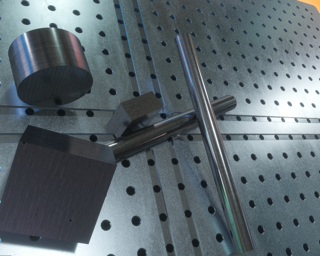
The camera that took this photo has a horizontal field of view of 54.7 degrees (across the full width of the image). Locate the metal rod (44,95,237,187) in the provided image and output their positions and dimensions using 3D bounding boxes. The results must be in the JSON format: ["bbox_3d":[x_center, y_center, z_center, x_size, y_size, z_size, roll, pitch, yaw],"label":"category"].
[{"bbox_3d":[0.000,0.005,0.406,0.302,0.025,0.025,-22,74,-36],"label":"metal rod"}]

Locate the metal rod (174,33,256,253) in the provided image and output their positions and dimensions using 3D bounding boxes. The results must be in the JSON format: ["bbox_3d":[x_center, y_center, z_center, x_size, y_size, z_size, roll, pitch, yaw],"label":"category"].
[{"bbox_3d":[0.068,0.008,0.414,0.025,0.025,0.299,-5,73,-31],"label":"metal rod"}]

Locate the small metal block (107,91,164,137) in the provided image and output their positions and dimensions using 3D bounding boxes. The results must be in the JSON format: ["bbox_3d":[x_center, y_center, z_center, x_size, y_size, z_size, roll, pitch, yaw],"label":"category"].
[{"bbox_3d":[-0.031,-0.016,0.386,0.050,0.050,0.025,-26,77,-37],"label":"small metal block"}]

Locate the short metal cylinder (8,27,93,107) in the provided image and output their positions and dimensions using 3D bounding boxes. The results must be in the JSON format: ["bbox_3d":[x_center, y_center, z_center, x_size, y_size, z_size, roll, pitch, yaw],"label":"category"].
[{"bbox_3d":[-0.122,-0.065,0.348,0.081,0.080,0.050,-9,66,-32],"label":"short metal cylinder"}]

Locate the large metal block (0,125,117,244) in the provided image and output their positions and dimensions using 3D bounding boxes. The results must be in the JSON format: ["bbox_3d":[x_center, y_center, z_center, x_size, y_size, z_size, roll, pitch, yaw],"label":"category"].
[{"bbox_3d":[-0.094,0.051,0.284,0.081,0.080,0.050,17,10,-19],"label":"large metal block"}]
